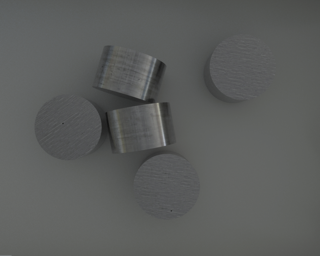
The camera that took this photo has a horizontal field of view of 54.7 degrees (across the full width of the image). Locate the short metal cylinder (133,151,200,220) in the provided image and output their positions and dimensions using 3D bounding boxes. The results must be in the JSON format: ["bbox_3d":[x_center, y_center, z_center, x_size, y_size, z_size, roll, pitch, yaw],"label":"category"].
[{"bbox_3d":[0.008,0.071,0.399,0.081,0.050,0.079,0,90,-1],"label":"short metal cylinder"}]

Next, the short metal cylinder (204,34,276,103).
[{"bbox_3d":[0.100,-0.074,0.400,0.081,0.050,0.079,0,90,-1],"label":"short metal cylinder"}]

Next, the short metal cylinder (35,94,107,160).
[{"bbox_3d":[-0.111,-0.001,0.397,0.081,0.050,0.079,0,90,-1],"label":"short metal cylinder"}]

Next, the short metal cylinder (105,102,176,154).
[{"bbox_3d":[-0.023,0.000,0.384,0.080,0.080,0.050,-9,90,0],"label":"short metal cylinder"}]

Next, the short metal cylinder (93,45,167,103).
[{"bbox_3d":[-0.037,-0.063,0.383,0.080,0.080,0.050,16,90,-1],"label":"short metal cylinder"}]
